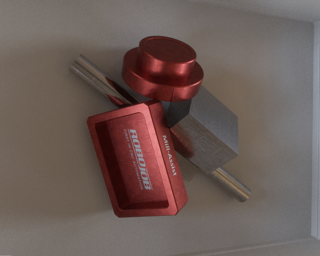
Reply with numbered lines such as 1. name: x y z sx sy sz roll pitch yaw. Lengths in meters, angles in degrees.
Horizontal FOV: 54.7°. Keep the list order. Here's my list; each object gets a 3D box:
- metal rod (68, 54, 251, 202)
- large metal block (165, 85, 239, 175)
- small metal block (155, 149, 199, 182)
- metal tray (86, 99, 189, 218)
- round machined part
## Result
1. metal rod: 0.011 0.010 0.414 0.301 0.025 0.025 38 78 -16
2. large metal block: 0.053 -0.002 0.396 0.080 0.050 0.080 39 35 -16
3. small metal block: 0.017 0.042 0.403 0.050 0.050 0.025 40 77 -16
4. metal tray: -0.027 0.038 0.367 0.030 0.090 0.129 -26 102 -60
5. round machined part: 0.006 -0.077 0.371 0.099 0.098 0.042 -2 131 -20
